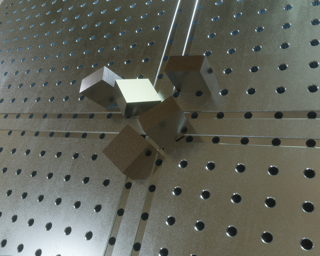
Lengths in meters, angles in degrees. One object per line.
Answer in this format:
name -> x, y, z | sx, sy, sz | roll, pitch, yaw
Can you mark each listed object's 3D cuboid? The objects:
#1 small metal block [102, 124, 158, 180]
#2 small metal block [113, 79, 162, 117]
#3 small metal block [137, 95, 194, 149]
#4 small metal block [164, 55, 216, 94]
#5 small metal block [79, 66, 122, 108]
small metal block -> -0.040, 0.031, 0.409 | 0.050, 0.025, 0.050 | -48, 52, -6
small metal block -> -0.033, -0.043, 0.433 | 0.050, 0.025, 0.050 | -6, 47, -27
small metal block -> 0.008, -0.006, 0.390 | 0.050, 0.050, 0.025 | -33, 52, 6
small metal block -> 0.041, -0.071, 0.413 | 0.050, 0.050, 0.025 | 7, 65, 31
small metal block -> -0.082, -0.060, 0.463 | 0.050, 0.050, 0.025 | -22, 52, 34
